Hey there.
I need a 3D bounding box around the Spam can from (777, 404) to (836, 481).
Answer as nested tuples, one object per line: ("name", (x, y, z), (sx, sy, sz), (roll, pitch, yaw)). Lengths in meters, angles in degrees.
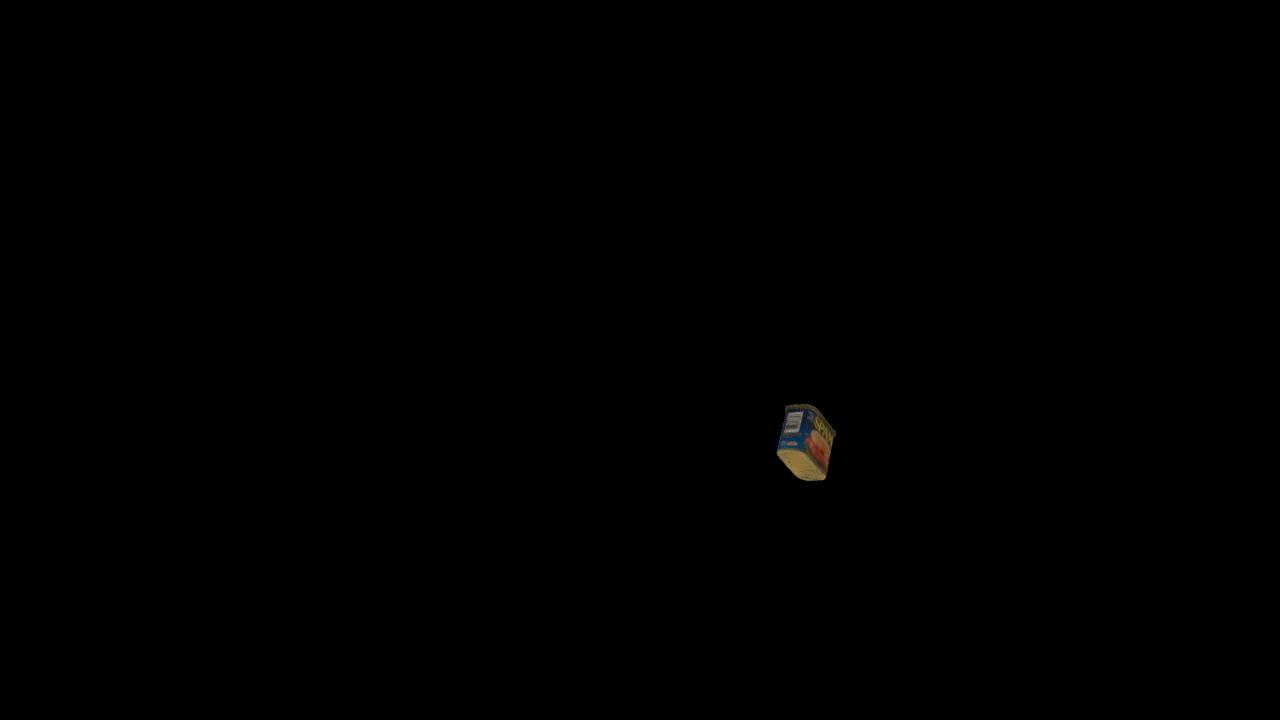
("Spam can", (0.266, 0.134, 0.988), (0.058, 0.085, 0.101), (-9, -43, 42))
